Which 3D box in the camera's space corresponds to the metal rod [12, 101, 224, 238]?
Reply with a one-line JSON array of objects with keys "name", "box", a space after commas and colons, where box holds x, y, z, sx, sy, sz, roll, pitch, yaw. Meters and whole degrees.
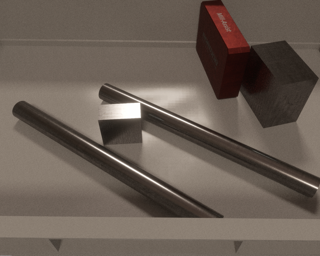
[{"name": "metal rod", "box": [-0.065, 0.038, 0.372, 0.301, 0.025, 0.025, 27, 55, 20]}]

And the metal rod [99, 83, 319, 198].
[{"name": "metal rod", "box": [0.048, 0.007, 0.399, 0.301, 0.025, 0.025, 25, 54, 19]}]

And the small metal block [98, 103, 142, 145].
[{"name": "small metal block", "box": [-0.049, -0.004, 0.392, 0.050, 0.050, 0.025, -3, 50, -3]}]

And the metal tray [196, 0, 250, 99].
[{"name": "metal tray", "box": [0.089, -0.118, 0.463, 0.030, 0.089, 0.130, -8, 51, -7]}]

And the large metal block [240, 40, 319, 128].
[{"name": "large metal block", "box": [0.155, -0.059, 0.421, 0.050, 0.080, 0.080, -11, 51, -10]}]
